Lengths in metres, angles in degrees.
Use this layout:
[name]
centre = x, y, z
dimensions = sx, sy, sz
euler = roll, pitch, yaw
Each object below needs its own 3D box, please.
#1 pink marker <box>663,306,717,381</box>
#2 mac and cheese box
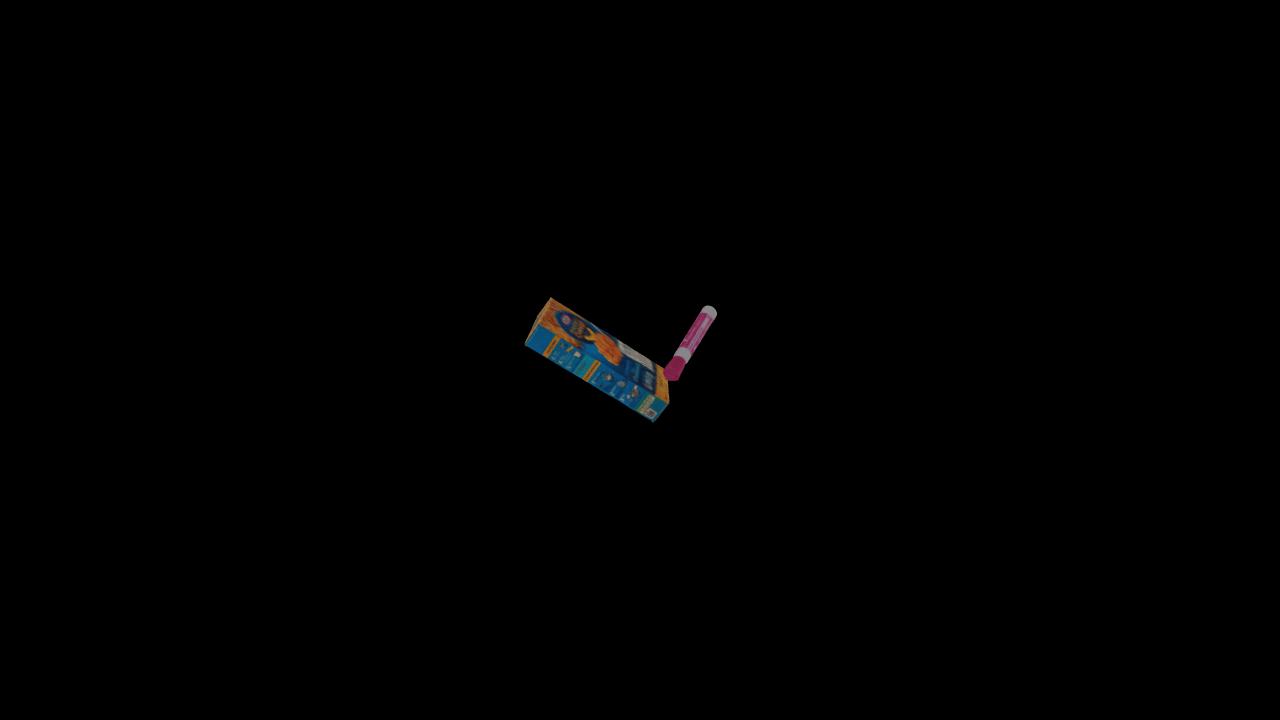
[pink marker]
centre = 0.056, -0.019, 0.679
dimensions = 0.020, 0.020, 0.121
euler = 0, 39, 33
[mac and cheese box]
centre = -0.048, -0.002, 0.767
dimensions = 0.184, 0.041, 0.093
euler = 32, 23, -13
